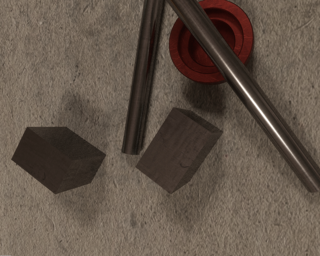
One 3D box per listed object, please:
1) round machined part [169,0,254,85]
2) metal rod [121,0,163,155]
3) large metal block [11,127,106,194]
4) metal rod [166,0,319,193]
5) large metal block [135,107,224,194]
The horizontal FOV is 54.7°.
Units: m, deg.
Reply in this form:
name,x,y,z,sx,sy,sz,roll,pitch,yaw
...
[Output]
name,x,y,z,sx,sy,sz,roll,pitch,yaw
round machined part,0.064,-0.101,0.377,0.098,0.042,0.097,0,90,19
metal rod,-0.017,-0.113,0.414,0.025,0.025,0.298,10,93,19
large metal block,-0.136,0.040,0.426,0.080,0.080,0.050,32,100,17
metal rod,0.086,-0.054,0.336,0.025,0.025,0.300,-36,95,16
large metal block,0.027,0.024,0.370,0.050,0.080,0.080,35,101,16
